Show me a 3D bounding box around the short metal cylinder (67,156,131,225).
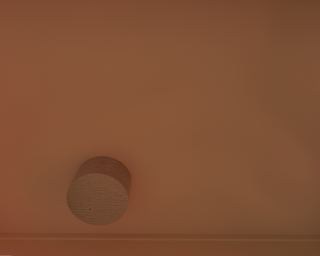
[{"bbox_3d":[-0.082,0.086,0.429,0.081,0.050,0.079,0,110,-1],"label":"short metal cylinder"}]
